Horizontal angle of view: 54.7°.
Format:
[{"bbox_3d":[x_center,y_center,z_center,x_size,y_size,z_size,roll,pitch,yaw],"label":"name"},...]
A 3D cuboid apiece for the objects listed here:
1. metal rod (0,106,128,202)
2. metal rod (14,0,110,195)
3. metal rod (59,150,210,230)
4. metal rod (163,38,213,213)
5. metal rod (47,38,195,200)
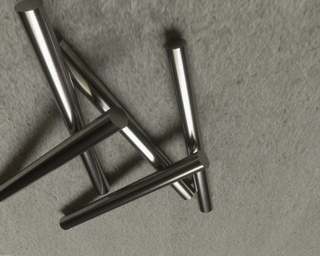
[{"bbox_3d":[-0.149,0.048,0.408,0.299,0.025,0.025,-29,126,36],"label":"metal rod"},{"bbox_3d":[-0.103,-0.006,0.378,0.025,0.025,0.298,-4,137,3],"label":"metal rod"},{"bbox_3d":[-0.056,0.104,0.472,0.299,0.025,0.025,-30,125,31],"label":"metal rod"},{"bbox_3d":[0.047,0.021,0.425,0.025,0.025,0.298,-9,130,7],"label":"metal rod"},{"bbox_3d":[-0.035,0.008,0.413,0.025,0.025,0.300,-26,126,20],"label":"metal rod"}]
